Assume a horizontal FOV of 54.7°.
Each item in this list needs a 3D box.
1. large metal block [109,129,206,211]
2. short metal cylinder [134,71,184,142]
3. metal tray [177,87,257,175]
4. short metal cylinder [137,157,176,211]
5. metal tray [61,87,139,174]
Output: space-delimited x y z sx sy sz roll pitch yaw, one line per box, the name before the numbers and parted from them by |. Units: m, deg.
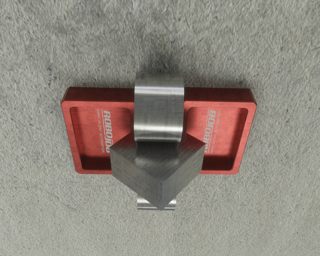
large metal block | -0.003 0.039 0.379 0.080 0.080 0.050 30 138 28
short metal cylinder | -0.002 -0.024 0.352 0.050 0.080 0.079 2 130 -2
metal tray | 0.068 0.008 0.414 0.091 0.030 0.129 1 130 -1
short metal cylinder | -0.005 0.075 0.436 0.050 0.080 0.079 2 130 -2
metal tray | -0.073 0.008 0.412 0.091 0.030 0.129 1 130 -1
